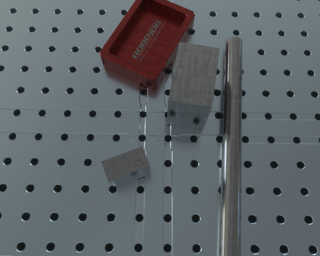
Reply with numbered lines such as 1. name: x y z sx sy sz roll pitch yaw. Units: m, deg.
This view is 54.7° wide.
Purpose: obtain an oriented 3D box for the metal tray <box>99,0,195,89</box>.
1. metal tray: -0.017 -0.131 0.456 0.090 0.030 0.130 26 72 9

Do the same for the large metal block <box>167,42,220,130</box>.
1. large metal block: 0.041 -0.051 0.402 0.050 0.080 0.080 9 70 3

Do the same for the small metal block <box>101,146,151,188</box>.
1. small metal block: -0.040 0.049 0.380 0.050 0.050 0.025 -20 72 -7

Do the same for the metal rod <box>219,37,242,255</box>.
1. metal rod: 0.095 0.012 0.408 0.025 0.025 0.299 5 70 1
